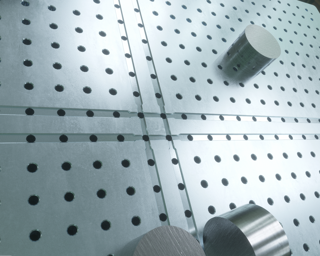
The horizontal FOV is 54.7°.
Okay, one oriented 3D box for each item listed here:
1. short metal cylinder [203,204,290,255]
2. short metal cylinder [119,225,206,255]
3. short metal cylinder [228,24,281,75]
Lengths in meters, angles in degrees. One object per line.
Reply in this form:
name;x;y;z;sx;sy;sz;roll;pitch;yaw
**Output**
short metal cylinder;0.094;0.131;0.345;0.050;0.080;0.080;-10;67;-33
short metal cylinder;0.001;0.143;0.307;0.081;0.050;0.080;14;56;-21
short metal cylinder;0.176;-0.146;0.579;0.081;0.050;0.080;14;56;-21
